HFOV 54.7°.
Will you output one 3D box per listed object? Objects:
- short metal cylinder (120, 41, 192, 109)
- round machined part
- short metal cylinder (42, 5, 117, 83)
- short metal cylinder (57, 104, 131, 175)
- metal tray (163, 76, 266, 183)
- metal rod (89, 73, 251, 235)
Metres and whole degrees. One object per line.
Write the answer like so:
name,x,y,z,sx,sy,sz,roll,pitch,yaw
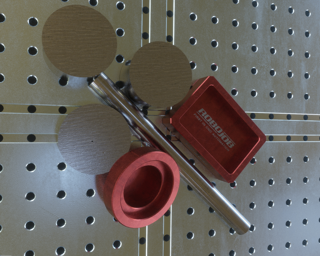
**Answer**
short metal cylinder,-0.006,-0.065,0.396,0.081,0.050,0.080,0,90,-20
round machined part,-0.026,0.069,0.383,0.099,0.042,0.097,-14,113,-35
short metal cylinder,-0.095,-0.096,0.364,0.081,0.050,0.080,0,90,-20
short metal cylinder,-0.080,0.012,0.369,0.081,0.050,0.080,0,90,-20
metal tray,0.079,0.003,0.438,0.130,0.030,0.090,45,77,-15
metal rod,0.022,0.043,0.421,0.300,0.025,0.025,46,76,-14
